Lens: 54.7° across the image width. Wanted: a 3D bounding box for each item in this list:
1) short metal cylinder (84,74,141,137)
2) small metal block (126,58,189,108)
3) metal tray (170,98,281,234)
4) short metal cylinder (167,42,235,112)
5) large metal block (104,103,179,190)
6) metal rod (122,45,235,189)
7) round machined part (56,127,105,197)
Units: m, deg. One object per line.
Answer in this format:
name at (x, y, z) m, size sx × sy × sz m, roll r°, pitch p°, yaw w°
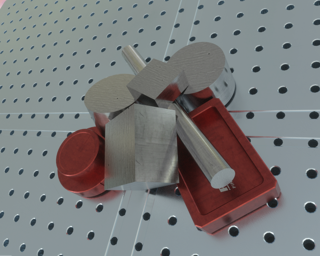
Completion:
short metal cylinder at (-0.055, -0.029, 0.420) m, size 0.080 × 0.050 × 0.080 m, roll -8°, pitch 44°, yaw 9°
small metal block at (-0.003, -0.051, 0.368) m, size 0.050 × 0.025 × 0.050 m, roll 30°, pitch 70°, yaw 38°
metal tray at (0.058, 0.037, 0.347) m, size 0.090 × 0.030 × 0.130 m, roll -31°, pitch 52°, yaw 7°
short metal cylinder at (0.051, -0.063, 0.400) m, size 0.080 × 0.050 × 0.080 m, roll -13°, pitch 56°, yaw 21°
large metal block at (-0.024, 0.026, 0.350) m, size 0.080 × 0.050 × 0.080 m, roll -27°, pitch 60°, yaw 55°
metal rod at (0.004, -0.038, 0.393) m, size 0.025 × 0.025 × 0.300 m, roll -37°, pitch 42°, yaw 4°
round machined part at (-0.100, 0.040, 0.420) m, size 0.098 × 0.042 × 0.098 m, roll -13°, pitch 56°, yaw 21°
